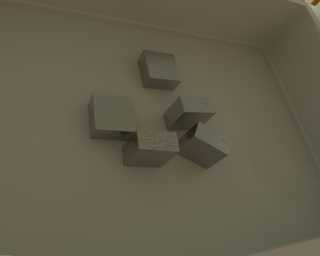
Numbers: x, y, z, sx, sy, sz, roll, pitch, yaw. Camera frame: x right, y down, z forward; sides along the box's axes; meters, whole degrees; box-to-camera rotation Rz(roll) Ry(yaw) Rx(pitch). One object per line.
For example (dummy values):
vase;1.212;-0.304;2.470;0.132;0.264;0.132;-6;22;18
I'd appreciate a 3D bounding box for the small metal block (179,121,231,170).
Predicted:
small metal block;0.057;0.024;0.407;0.050;0.050;0.025;29;52;-10

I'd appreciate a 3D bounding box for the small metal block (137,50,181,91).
small metal block;-0.002;-0.085;0.458;0.050;0.025;0.050;2;61;-28

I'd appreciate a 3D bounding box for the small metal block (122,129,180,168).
small metal block;-0.012;0.025;0.369;0.050;0.050;0.025;6;59;-26

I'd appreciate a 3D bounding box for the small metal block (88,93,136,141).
small metal block;-0.060;-0.013;0.383;0.050;0.025;0.050;5;60;-26

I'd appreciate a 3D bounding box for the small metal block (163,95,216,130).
small metal block;0.040;-0.019;0.425;0.050;0.050;0.025;0;62;-29
